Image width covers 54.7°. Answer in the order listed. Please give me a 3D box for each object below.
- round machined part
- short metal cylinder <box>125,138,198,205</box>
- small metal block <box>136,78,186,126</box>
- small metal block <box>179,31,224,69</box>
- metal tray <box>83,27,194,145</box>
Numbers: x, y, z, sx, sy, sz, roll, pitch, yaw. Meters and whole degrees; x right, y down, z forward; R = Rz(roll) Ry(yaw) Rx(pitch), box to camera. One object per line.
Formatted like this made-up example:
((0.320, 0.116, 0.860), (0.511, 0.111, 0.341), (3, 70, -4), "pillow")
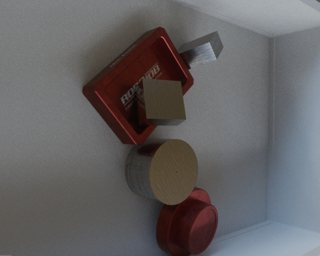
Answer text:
((0.043, 0.131, 0.422), (0.099, 0.042, 0.097), (-16, 112, -45), "round machined part")
((0.003, 0.053, 0.395), (0.081, 0.050, 0.079), (0, 90, -40), "short metal cylinder")
((0.001, -0.030, 0.375), (0.050, 0.025, 0.050), (1, 72, -24), "small metal block")
((0.056, -0.107, 0.429), (0.025, 0.050, 0.050), (62, 33, -22), "small metal block")
((-0.020, -0.053, 0.387), (0.130, 0.030, 0.090), (-50, 120, -28), "metal tray")
